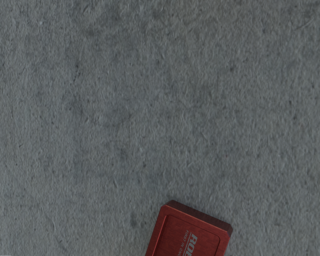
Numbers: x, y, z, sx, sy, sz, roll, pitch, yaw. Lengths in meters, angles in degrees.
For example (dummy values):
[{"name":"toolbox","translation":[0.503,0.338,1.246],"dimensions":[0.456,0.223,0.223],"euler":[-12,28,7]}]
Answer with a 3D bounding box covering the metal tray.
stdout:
[{"name":"metal tray","translation":[0.028,0.170,0.395],"dimensions":[0.090,0.030,0.129],"euler":[20,96,18]}]
